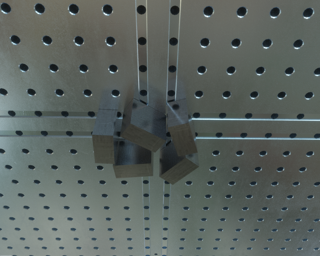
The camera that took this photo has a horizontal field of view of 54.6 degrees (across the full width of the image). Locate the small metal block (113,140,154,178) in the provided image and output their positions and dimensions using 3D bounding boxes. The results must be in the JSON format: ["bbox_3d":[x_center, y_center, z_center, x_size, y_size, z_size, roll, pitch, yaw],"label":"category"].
[{"bbox_3d":[-0.035,0.041,0.429,0.050,0.050,0.025,-4,130,3],"label":"small metal block"}]

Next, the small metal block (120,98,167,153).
[{"bbox_3d":[-0.020,-0.004,0.392,0.050,0.050,0.025,27,126,-21],"label":"small metal block"}]

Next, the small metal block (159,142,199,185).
[{"bbox_3d":[0.026,0.042,0.430,0.025,0.050,0.050,35,122,-25],"label":"small metal block"}]

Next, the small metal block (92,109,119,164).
[{"bbox_3d":[-0.070,0.011,0.404,0.025,0.050,0.050,3,131,-2],"label":"small metal block"}]

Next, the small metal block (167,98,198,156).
[{"bbox_3d":[0.028,-0.001,0.394,0.025,0.050,0.050,-13,128,10],"label":"small metal block"}]
